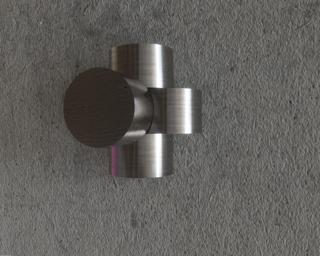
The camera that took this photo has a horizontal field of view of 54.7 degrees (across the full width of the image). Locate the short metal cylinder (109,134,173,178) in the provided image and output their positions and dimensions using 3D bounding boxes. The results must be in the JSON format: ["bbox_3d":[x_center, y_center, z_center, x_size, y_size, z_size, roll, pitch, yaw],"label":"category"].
[{"bbox_3d":[-0.023,0.031,0.388,0.080,0.080,0.050,0,90,19],"label":"short metal cylinder"}]

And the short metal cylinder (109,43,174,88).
[{"bbox_3d":[-0.023,-0.070,0.388,0.080,0.080,0.050,-2,90,19],"label":"short metal cylinder"}]

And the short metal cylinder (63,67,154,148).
[{"bbox_3d":[-0.053,-0.020,0.329,0.080,0.050,0.079,0,90,19],"label":"short metal cylinder"}]

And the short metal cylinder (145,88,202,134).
[{"bbox_3d":[0.011,-0.019,0.376,0.080,0.080,0.050,0,90,19],"label":"short metal cylinder"}]

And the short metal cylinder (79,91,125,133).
[{"bbox_3d":[-0.066,-0.018,0.403,0.080,0.080,0.050,-1,90,19],"label":"short metal cylinder"}]
